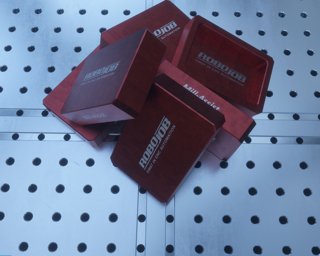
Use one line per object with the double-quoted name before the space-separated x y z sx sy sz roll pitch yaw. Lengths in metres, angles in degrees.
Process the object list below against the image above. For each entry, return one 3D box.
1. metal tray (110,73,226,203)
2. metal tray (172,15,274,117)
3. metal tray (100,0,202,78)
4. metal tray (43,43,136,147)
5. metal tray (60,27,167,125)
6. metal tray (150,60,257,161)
"metal tray" 0.003 0.015 0.355 0.090 0.129 0.030 37 35 12
"metal tray" 0.084 -0.079 0.413 0.131 0.030 0.090 24 71 -15
"metal tray" -0.006 -0.118 0.433 0.131 0.030 0.090 -38 77 -27
"metal tray" -0.081 -0.050 0.427 0.090 0.030 0.130 37 74 11
"metal tray" -0.057 -0.052 0.350 0.030 0.130 0.090 34 67 -33
"metal tray" 0.045 -0.018 0.383 0.130 0.090 0.030 37 74 12
